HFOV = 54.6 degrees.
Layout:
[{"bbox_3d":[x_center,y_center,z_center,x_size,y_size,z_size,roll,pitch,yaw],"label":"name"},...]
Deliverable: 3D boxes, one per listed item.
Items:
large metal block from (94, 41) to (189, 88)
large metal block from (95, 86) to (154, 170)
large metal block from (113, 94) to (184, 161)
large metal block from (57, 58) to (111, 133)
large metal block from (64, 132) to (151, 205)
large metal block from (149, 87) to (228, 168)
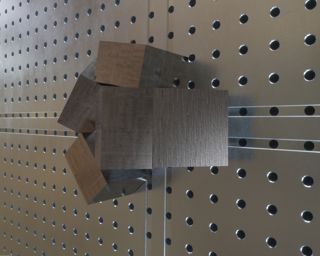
[{"bbox_3d":[-0.024,-0.075,0.394,0.080,0.081,0.050,17,101,39],"label":"large metal block"},{"bbox_3d":[-0.042,0.000,0.338,0.080,0.050,0.080,-179,91,-74],"label":"large metal block"},{"bbox_3d":[-0.016,-0.002,0.407,0.080,0.050,0.080,1,91,40],"label":"large metal block"},{"bbox_3d":[-0.096,-0.045,0.446,0.050,0.080,0.080,29,116,-11],"label":"large metal block"},{"bbox_3d":[-0.073,0.052,0.433,0.050,0.081,0.080,-47,63,29],"label":"large metal block"},{"bbox_3d":[0.027,0.000,0.341,0.050,0.081,0.080,179,92,-77],"label":"large metal block"}]
